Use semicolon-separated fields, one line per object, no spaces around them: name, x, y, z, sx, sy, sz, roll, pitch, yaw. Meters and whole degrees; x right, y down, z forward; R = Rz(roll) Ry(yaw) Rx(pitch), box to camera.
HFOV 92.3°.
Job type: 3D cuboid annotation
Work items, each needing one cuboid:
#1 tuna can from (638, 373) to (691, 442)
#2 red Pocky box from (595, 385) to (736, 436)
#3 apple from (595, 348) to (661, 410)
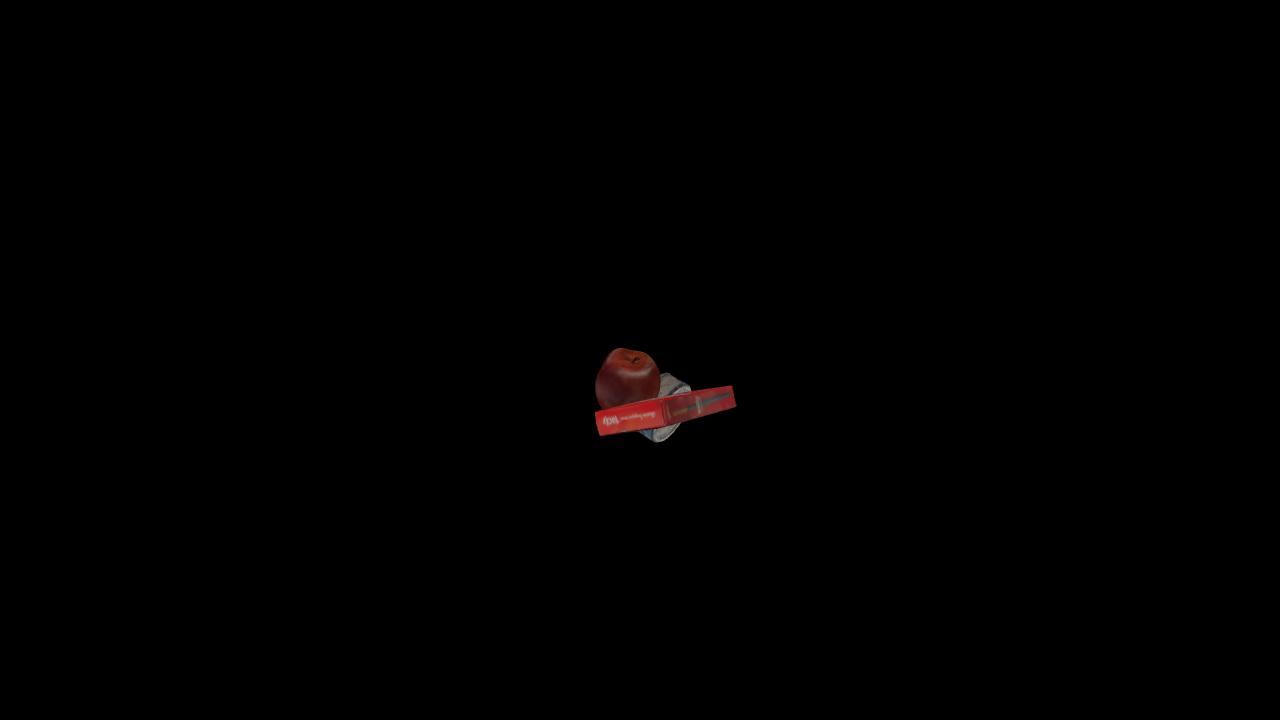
tuna can;0.029;0.060;0.766;0.034;0.084;0.084;30;14;26
red Pocky box;0.032;0.051;0.647;0.083;0.028;0.155;-11;-3;34
apple;-0.014;0.031;0.723;0.079;0.093;0.079;8;36;-6
